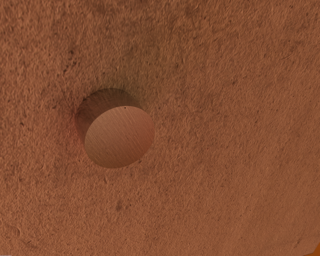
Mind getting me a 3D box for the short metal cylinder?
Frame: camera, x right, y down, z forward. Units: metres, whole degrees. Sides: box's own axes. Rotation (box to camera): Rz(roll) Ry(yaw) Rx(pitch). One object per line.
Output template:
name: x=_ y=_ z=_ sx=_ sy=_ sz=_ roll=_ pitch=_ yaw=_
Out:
short metal cylinder: x=-0.053 y=0.000 z=0.361 sx=0.081 sy=0.050 sz=0.080 roll=-14 pitch=124 yaw=-21
